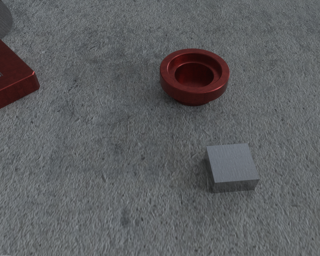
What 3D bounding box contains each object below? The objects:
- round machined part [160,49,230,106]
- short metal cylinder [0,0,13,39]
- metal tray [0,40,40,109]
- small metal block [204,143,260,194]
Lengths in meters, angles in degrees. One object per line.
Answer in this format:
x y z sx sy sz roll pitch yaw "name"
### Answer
0.049 -0.070 0.451 0.099 0.042 0.098 0 50 0 "round machined part"
-0.302 -0.194 0.526 0.081 0.080 0.050 -29 56 -22 "short metal cylinder"
-0.256 -0.083 0.466 0.091 0.030 0.130 -36 59 -26 "metal tray"
0.083 0.047 0.365 0.050 0.025 0.050 -4 50 -4 "small metal block"
